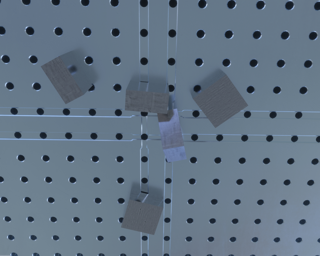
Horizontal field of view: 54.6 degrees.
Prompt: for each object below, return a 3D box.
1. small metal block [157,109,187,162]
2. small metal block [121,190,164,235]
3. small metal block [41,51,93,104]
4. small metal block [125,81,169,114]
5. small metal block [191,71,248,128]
[{"bbox_3d":[0.016,0.011,0.393,0.025,0.050,0.050,-11,65,4],"label":"small metal block"},{"bbox_3d":[-0.026,0.125,0.459,0.050,0.025,0.050,15,109,-6],"label":"small metal block"},{"bbox_3d":[-0.111,-0.062,0.376,0.025,0.050,0.050,-26,108,9],"label":"small metal block"},{"bbox_3d":[-0.015,-0.039,0.386,0.050,0.050,0.025,5,110,-2],"label":"small metal block"},{"bbox_3d":[0.076,-0.037,0.400,0.050,0.025,0.050,-36,106,12],"label":"small metal block"}]
